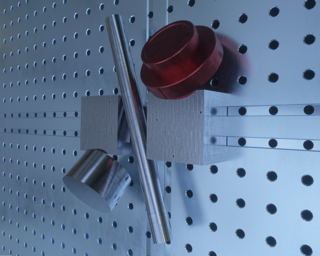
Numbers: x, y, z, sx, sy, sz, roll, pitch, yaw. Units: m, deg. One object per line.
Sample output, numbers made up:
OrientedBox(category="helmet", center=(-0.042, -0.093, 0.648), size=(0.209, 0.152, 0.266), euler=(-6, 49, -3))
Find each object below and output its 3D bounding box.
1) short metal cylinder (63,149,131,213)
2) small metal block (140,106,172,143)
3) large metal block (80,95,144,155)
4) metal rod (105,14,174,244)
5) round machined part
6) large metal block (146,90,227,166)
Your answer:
OrientedBox(category="short metal cylinder", center=(-0.088, 0.076, 0.438), size=(0.080, 0.050, 0.080), euler=(23, 145, 18))
OrientedBox(category="small metal block", center=(-0.011, -0.004, 0.420), size=(0.050, 0.025, 0.050), euler=(1, 91, 40))
OrientedBox(category="large metal block", center=(-0.070, -0.005, 0.452), size=(0.080, 0.050, 0.079), euler=(3, 92, 40))
OrientedBox(category="metal rod", center=(-0.029, -0.007, 0.400), size=(0.025, 0.025, 0.299), euler=(-22, 76, 38))
OrientedBox(category="round machined part", center=(0.018, -0.083, 0.352), size=(0.098, 0.042, 0.098), euler=(-22, 44, 23))
OrientedBox(category="large metal block", center=(0.031, -0.001, 0.368), size=(0.080, 0.050, 0.079), euler=(1, 91, 40))
